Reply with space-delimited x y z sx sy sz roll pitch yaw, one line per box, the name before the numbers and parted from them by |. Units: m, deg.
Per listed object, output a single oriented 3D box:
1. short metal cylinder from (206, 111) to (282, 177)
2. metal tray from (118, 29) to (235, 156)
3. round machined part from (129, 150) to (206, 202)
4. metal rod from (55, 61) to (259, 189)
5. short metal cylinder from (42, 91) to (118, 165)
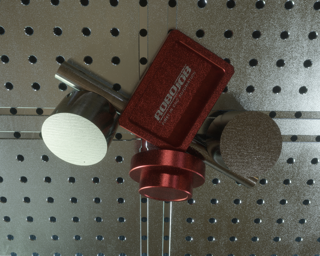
short metal cylinder | 0.105 0.018 0.395 0.081 0.050 0.079 -1 93 -11
metal tray | 0.019 -0.040 0.380 0.090 0.030 0.130 30 94 -11
round machined part | 0.009 0.066 0.400 0.099 0.042 0.098 5 153 3
metal rod | 0.004 0.001 0.414 0.301 0.025 0.025 30 107 -11
short metal cylinder | -0.097 0.000 0.387 0.080 0.050 0.079 6 127 8
